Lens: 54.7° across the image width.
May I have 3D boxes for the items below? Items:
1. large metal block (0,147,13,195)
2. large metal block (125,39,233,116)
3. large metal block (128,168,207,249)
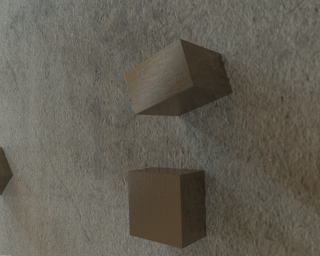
[{"bbox_3d":[-0.385,0.101,0.701,0.080,0.050,0.080,-49,61,28],"label":"large metal block"},{"bbox_3d":[0.022,-0.051,0.350,0.080,0.081,0.050,-23,76,37],"label":"large metal block"},{"bbox_3d":[0.008,0.092,0.380,0.080,0.050,0.079,-3,88,39],"label":"large metal block"}]
